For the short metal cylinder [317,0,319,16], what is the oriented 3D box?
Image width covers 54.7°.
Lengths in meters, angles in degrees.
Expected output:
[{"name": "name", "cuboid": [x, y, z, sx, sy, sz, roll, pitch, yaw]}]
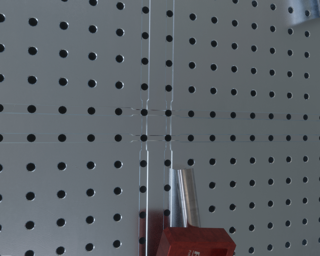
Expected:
[{"name": "short metal cylinder", "cuboid": [0.293, -0.215, 0.491, 0.081, 0.080, 0.050, -13, 95, -20]}]

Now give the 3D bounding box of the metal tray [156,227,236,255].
[{"name": "metal tray", "cuboid": [0.036, 0.193, 0.402, 0.091, 0.030, 0.129, 8, 106, -20]}]

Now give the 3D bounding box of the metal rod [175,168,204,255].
[{"name": "metal rod", "cuboid": [0.051, 0.203, 0.405, 0.025, 0.025, 0.298, -4, 82, -20]}]
